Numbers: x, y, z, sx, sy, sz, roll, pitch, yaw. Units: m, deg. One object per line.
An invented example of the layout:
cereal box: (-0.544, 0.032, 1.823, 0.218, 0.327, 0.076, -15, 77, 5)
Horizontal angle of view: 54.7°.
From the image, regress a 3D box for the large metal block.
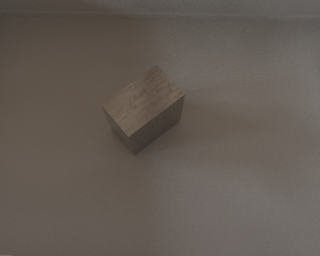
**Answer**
large metal block: (-0.019, -0.019, 0.384, 0.080, 0.080, 0.050, -38, 75, -13)
